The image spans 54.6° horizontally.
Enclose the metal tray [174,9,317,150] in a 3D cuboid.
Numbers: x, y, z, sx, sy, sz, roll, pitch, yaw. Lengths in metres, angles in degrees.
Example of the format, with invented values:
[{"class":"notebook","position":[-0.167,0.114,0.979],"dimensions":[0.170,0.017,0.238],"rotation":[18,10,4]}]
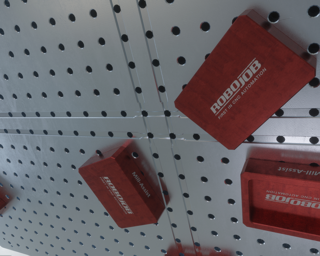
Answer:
[{"class":"metal tray","position":[0.086,-0.046,0.335],"dimensions":[0.090,0.030,0.129],"rotation":[39,129,2]}]

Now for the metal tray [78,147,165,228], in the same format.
[{"class":"metal tray","position":[-0.062,0.100,0.504],"dimensions":[0.090,0.030,0.130],"rotation":[-22,107,36]}]

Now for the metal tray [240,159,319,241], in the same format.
[{"class":"metal tray","position":[0.167,0.089,0.374],"dimensions":[0.130,0.030,0.090],"rotation":[4,121,26]}]

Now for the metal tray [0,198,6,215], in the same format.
[{"class":"metal tray","position":[-0.438,0.167,0.744],"dimensions":[0.130,0.030,0.090],"rotation":[43,129,-2]}]
